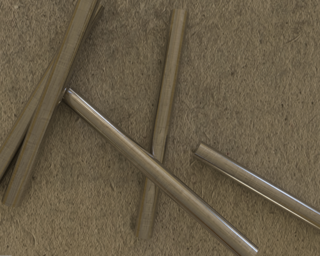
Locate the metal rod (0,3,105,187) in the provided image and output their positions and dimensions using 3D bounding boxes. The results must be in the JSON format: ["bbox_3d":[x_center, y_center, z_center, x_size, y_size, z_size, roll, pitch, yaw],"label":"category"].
[{"bbox_3d":[-0.160,-0.035,0.408,0.025,0.025,0.299,30,90,0],"label":"metal rod"}]

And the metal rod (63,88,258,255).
[{"bbox_3d":[-0.008,0.051,0.383,0.300,0.025,0.025,40,90,10],"label":"metal rod"}]

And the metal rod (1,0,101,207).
[{"bbox_3d":[-0.137,-0.038,0.390,0.025,0.025,0.298,24,97,0],"label":"metal rod"}]

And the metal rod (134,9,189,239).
[{"bbox_3d":[0.002,-0.005,0.409,0.025,0.025,0.298,9,90,0],"label":"metal rod"}]

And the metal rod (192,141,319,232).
[{"bbox_3d":[0.178,0.103,0.411,0.301,0.025,0.025,30,90,0],"label":"metal rod"}]
